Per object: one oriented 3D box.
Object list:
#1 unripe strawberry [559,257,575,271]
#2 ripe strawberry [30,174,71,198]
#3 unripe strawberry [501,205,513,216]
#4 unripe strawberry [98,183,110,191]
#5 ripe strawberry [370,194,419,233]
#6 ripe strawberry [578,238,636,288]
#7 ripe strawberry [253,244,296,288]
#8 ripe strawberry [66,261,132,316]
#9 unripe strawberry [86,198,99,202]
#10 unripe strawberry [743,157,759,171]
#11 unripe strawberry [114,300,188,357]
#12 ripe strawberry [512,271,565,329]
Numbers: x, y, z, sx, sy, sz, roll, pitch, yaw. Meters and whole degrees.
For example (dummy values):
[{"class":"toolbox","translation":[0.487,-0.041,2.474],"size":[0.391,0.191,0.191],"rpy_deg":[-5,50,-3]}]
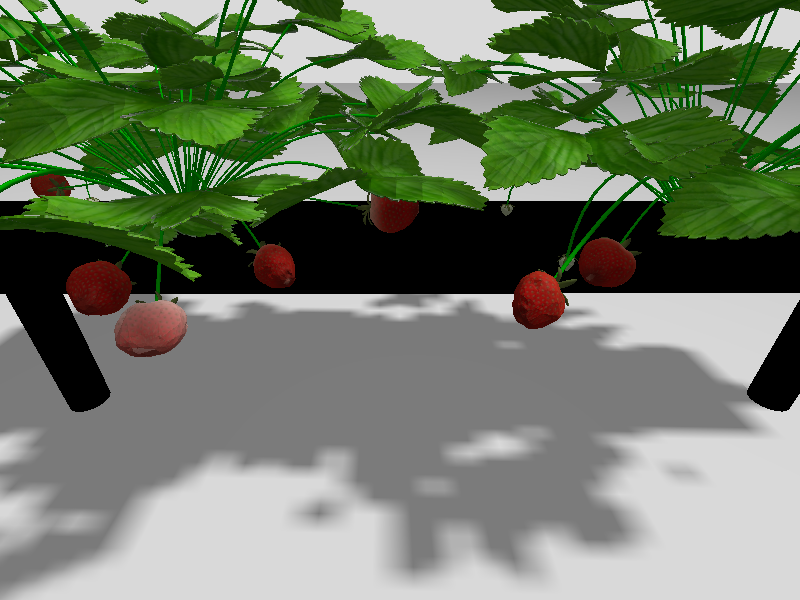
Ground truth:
[{"class":"unripe strawberry","translation":[0.109,-0.024,0.262],"size":[0.010,0.010,0.009],"rpy_deg":[-20,36,-31]},{"class":"ripe strawberry","translation":[-0.365,-0.118,0.416],"size":[0.034,0.033,0.032],"rpy_deg":[11,32,19]},{"class":"unripe strawberry","translation":[0.096,-0.081,0.360],"size":[0.010,0.010,0.009],"rpy_deg":[0,30,0]},{"class":"unripe strawberry","translation":[-0.326,-0.126,0.442],"size":[0.011,0.011,0.011],"rpy_deg":[20,35,30]},{"class":"ripe strawberry","translation":[-0.004,-0.078,0.340],"size":[0.042,0.041,0.039],"rpy_deg":[3,30,4]},{"class":"ripe strawberry","translation":[0.128,-0.022,0.250],"size":[0.033,0.028,0.033],"rpy_deg":[-36,44,-27]},{"class":"ripe strawberry","translation":[-0.076,-0.019,0.247],"size":[0.025,0.028,0.027],"rpy_deg":[-24,54,-35]},{"class":"ripe strawberry","translation":[-0.168,-0.005,0.221],"size":[0.030,0.032,0.033],"rpy_deg":[-4,31,-7]},{"class":"unripe strawberry","translation":[-0.304,-0.096,0.396],"size":[0.010,0.010,0.011],"rpy_deg":[10,32,17]},{"class":"unripe strawberry","translation":[0.431,-0.163,0.500],"size":[0.026,0.027,0.028],"rpy_deg":[28,-13,39]},{"class":"unripe strawberry","translation":[-0.116,0.015,0.188],"size":[0.031,0.028,0.028],"rpy_deg":[-11,32,-18]},{"class":"ripe strawberry","translation":[0.071,0.001,0.210],"size":[0.029,0.030,0.026],"rpy_deg":[-41,46,-22]}]
